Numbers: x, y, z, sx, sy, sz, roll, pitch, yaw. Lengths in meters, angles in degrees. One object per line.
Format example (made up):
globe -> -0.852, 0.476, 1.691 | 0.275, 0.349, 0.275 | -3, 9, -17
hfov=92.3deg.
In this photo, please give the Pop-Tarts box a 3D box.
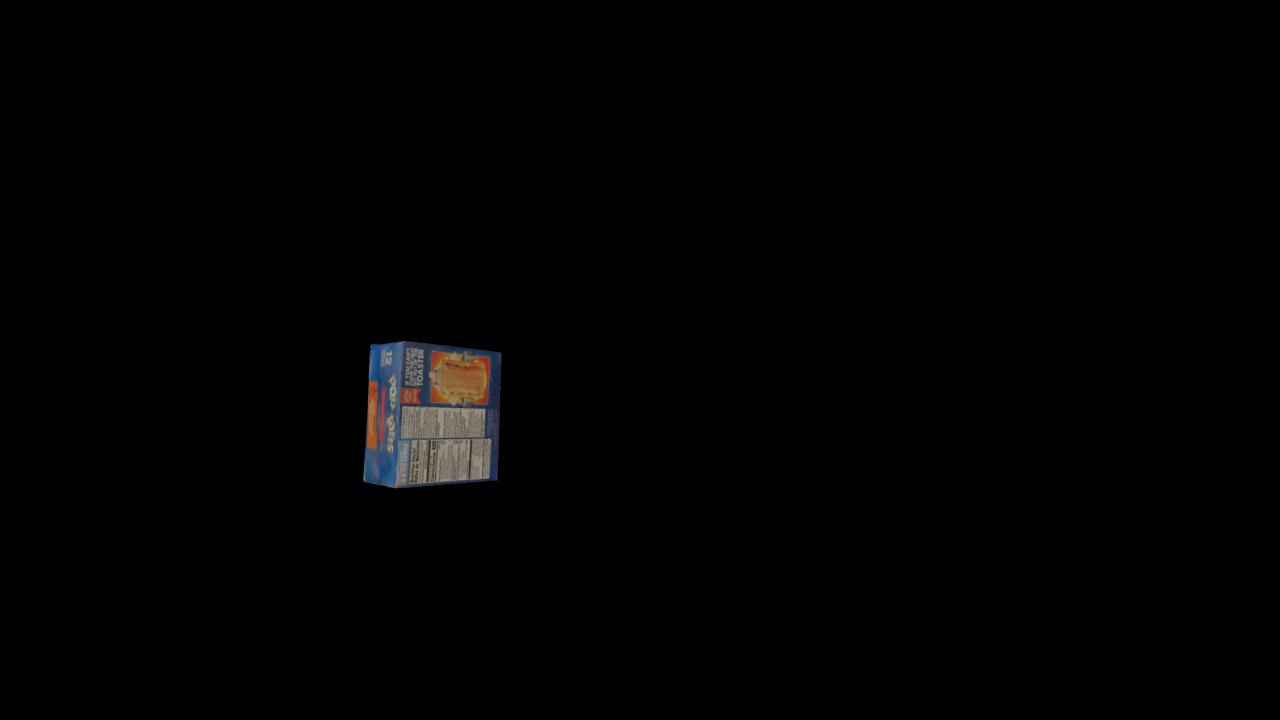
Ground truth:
Pop-Tarts box -> -0.254, 0.068, 0.764 | 0.083, 0.167, 0.141 | -6, -8, 40
